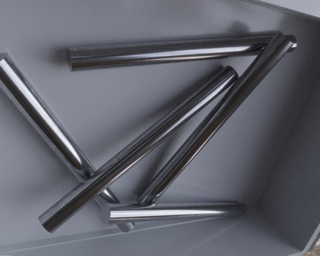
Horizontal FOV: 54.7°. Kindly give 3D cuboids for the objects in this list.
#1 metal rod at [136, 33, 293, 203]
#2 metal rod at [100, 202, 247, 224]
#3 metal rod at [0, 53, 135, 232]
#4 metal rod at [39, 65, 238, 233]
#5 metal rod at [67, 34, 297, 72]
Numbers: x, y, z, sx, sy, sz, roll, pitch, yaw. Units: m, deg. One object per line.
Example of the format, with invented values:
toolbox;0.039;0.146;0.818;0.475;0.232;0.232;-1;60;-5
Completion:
metal rod;0.065;0.002;0.425;0.025;0.025;0.299;26;110;-37
metal rod;0.042;0.131;0.489;0.302;0.025;0.025;12;113;-41
metal rod;-0.101;0.043;0.379;0.025;0.025;0.299;-32;129;-8
metal rod;-0.018;0.019;0.388;0.301;0.025;0.025;-39;130;-10
metal rod;0.045;-0.094;0.374;0.303;0.025;0.025;-10;123;-23
